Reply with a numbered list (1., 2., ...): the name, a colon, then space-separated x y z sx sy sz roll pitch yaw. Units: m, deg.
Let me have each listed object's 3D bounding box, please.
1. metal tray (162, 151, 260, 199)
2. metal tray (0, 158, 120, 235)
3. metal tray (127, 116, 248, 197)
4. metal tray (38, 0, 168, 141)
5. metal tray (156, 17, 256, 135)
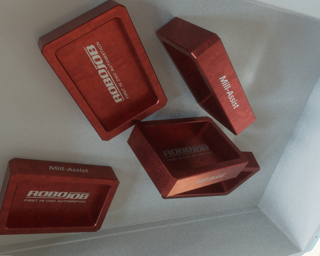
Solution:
1. metal tray: 0.073 0.071 0.466 0.131 0.030 0.089 4 141 -31
2. metal tray: -0.127 0.089 0.390 0.131 0.030 0.089 10 113 -33
3. metal tray: 0.036 0.028 0.385 0.131 0.090 0.030 -6 136 -39
4. metal tray: -0.056 -0.058 0.338 0.090 0.030 0.130 -32 129 -7
5. metal tray: 0.054 -0.058 0.359 0.030 0.090 0.130 -39 129 -2
